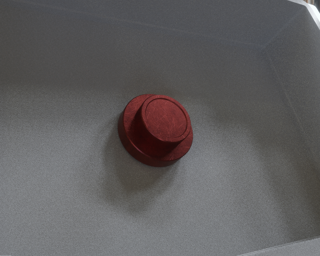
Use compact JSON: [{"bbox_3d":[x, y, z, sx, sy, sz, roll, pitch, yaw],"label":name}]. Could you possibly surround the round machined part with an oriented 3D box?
[{"bbox_3d":[0.000,-0.003,0.394,0.099,0.042,0.098,14,56,-21],"label":"round machined part"}]
